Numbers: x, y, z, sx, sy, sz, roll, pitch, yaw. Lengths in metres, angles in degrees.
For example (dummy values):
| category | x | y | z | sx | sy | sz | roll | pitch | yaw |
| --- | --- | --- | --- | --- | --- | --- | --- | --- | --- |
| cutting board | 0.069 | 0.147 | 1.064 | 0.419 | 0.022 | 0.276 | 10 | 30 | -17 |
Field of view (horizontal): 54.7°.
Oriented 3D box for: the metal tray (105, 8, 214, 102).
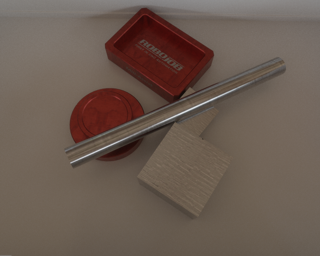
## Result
| category | x | y | z | sx | sy | sz | roll | pitch | yaw |
| --- | --- | --- | --- | --- | --- | --- | --- | --- | --- |
| metal tray | -0.001 | -0.105 | 0.445 | 0.130 | 0.030 | 0.090 | 37 | 74 | 12 |

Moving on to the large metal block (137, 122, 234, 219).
| category | x | y | z | sx | sy | sz | roll | pitch | yaw |
| --- | --- | --- | --- | --- | --- | --- | --- | --- | --- |
| large metal block | 0.030 | 0.053 | 0.377 | 0.080 | 0.050 | 0.080 | 32 | 73 | 10 |

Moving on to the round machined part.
| category | x | y | z | sx | sy | sz | roll | pitch | yaw |
| --- | --- | --- | --- | --- | --- | --- | --- | --- | --- |
| round machined part | -0.068 | -0.009 | 0.403 | 0.099 | 0.042 | 0.098 | 0 | 70 | -1 |

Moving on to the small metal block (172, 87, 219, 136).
| category | x | y | z | sx | sy | sz | roll | pitch | yaw |
| --- | --- | --- | --- | --- | --- | --- | --- | --- | --- |
| small metal block | 0.041 | -0.017 | 0.412 | 0.050 | 0.025 | 0.050 | 40 | 74 | 2 |

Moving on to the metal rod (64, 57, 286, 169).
| category | x | y | z | sx | sy | sz | roll | pitch | yaw |
| --- | --- | --- | --- | --- | --- | --- | --- | --- | --- |
| metal rod | 0.031 | -0.026 | 0.385 | 0.302 | 0.025 | 0.025 | -24 | 72 | -15 |
